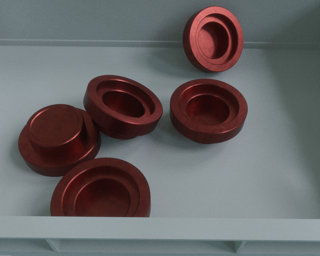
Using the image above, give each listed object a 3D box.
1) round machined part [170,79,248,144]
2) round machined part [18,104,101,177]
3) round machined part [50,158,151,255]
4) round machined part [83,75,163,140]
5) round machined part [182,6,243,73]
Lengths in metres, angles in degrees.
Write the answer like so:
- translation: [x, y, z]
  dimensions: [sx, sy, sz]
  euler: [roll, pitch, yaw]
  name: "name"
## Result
- translation: [0.062, -0.018, 0.410]
  dimensions: [0.099, 0.042, 0.098]
  euler: [0, 50, 0]
  name: "round machined part"
- translation: [-0.126, 0.008, 0.386]
  dimensions: [0.099, 0.042, 0.098]
  euler: [0, 50, 0]
  name: "round machined part"
- translation: [-0.059, 0.083, 0.324]
  dimensions: [0.099, 0.042, 0.098]
  euler: [0, 50, 0]
  name: "round machined part"
- translation: [-0.050, -0.023, 0.397]
  dimensions: [0.099, 0.042, 0.098]
  euler: [19, 35, -13]
  name: "round machined part"
- translation: [0.078, -0.136, 0.486]
  dimensions: [0.099, 0.097, 0.042]
  euler: [-25, 15, -20]
  name: "round machined part"
